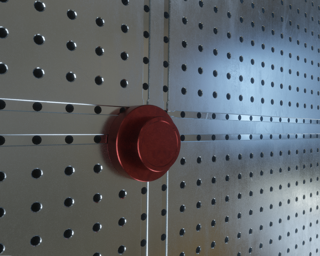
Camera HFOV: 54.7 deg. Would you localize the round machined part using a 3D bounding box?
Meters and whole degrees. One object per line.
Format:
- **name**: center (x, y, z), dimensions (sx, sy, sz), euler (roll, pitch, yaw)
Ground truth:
- **round machined part**: center (-0.012, 0.019, 0.390), dimensions (0.099, 0.042, 0.097), euler (0, 90, -40)
